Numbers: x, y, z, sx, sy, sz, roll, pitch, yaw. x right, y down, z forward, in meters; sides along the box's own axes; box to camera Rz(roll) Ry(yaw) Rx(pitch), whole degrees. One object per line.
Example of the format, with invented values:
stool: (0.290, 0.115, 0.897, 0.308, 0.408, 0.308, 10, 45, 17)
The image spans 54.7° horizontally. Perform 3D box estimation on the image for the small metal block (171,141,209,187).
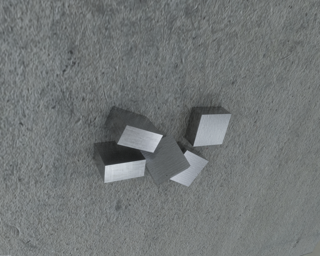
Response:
small metal block: (0.035, 0.054, 0.459, 0.050, 0.025, 0.050, 29, 103, -38)

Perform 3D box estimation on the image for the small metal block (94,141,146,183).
small metal block: (-0.052, 0.039, 0.387, 0.050, 0.050, 0.025, -6, 121, -25)

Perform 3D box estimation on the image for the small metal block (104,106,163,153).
small metal block: (-0.033, 0.001, 0.374, 0.050, 0.050, 0.025, 17, 110, -35)

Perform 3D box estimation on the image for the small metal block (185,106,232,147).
small metal block: (0.068, -0.003, 0.442, 0.050, 0.025, 0.050, -3, 120, -27)

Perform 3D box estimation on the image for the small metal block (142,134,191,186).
small metal block: (0.005, 0.043, 0.417, 0.050, 0.050, 0.025, -29, 168, -11)
